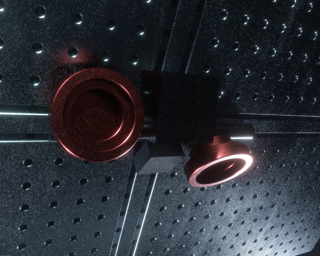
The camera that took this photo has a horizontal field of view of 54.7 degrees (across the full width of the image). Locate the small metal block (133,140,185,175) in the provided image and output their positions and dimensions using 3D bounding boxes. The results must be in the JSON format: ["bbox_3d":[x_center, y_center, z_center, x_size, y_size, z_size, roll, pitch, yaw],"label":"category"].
[{"bbox_3d":[-0.002,0.040,0.422,0.050,0.025,0.050,1,147,-29],"label":"small metal block"}]

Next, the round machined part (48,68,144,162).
[{"bbox_3d":[-0.070,-0.014,0.337,0.099,0.042,0.097,-2,93,-29],"label":"round machined part"}]

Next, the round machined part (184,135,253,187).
[{"bbox_3d":[0.082,0.046,0.458,0.099,0.042,0.098,-14,148,-9],"label":"round machined part"}]

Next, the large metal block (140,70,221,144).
[{"bbox_3d":[0.022,-0.026,0.376,0.081,0.050,0.079,1,100,-29],"label":"large metal block"}]

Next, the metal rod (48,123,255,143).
[{"bbox_3d":[0.009,0.005,0.420,0.303,0.025,0.025,0,118,-29],"label":"metal rod"}]
